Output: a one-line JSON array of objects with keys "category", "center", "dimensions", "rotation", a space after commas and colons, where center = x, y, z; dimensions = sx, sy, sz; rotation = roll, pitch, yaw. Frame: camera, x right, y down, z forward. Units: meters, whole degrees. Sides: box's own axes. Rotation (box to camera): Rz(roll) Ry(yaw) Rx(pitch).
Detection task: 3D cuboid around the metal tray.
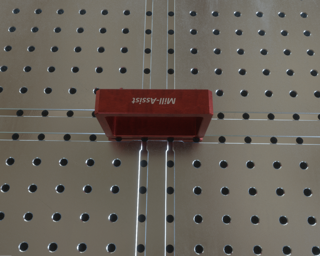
[{"category": "metal tray", "center": [-0.006, -0.015, 0.382], "dimensions": [0.131, 0.090, 0.030], "rotation": [0, 70, 0]}]
